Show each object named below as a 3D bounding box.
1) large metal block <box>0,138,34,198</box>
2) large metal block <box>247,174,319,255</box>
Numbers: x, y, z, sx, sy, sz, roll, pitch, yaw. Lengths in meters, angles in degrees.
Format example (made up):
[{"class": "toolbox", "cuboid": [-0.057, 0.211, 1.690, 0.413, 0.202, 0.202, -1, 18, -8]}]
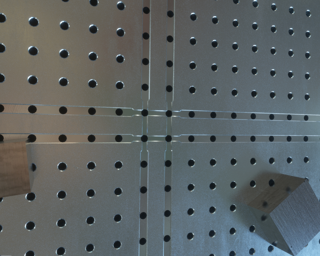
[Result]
[{"class": "large metal block", "cuboid": [-0.177, 0.041, 0.318, 0.081, 0.080, 0.050, -6, 92, -20]}, {"class": "large metal block", "cuboid": [0.195, 0.129, 0.471, 0.080, 0.050, 0.080, -36, 102, -16]}]
